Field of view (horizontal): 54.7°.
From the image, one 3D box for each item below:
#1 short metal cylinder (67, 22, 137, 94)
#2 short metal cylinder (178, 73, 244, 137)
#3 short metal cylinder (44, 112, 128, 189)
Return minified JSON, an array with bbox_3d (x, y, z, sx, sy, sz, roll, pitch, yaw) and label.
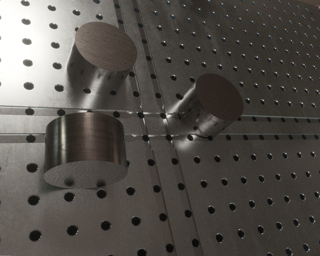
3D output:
[{"bbox_3d":[-0.077,-0.092,0.408,0.081,0.050,0.080,14,56,-21],"label":"short metal cylinder"},{"bbox_3d":[0.074,-0.033,0.454,0.081,0.050,0.080,14,56,-21],"label":"short metal cylinder"},{"bbox_3d":[-0.075,0.026,0.318,0.081,0.080,0.050,6,59,-26],"label":"short metal cylinder"}]
